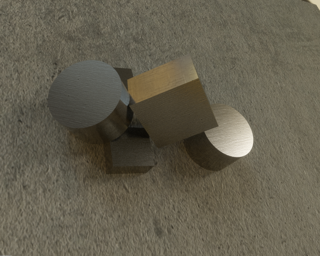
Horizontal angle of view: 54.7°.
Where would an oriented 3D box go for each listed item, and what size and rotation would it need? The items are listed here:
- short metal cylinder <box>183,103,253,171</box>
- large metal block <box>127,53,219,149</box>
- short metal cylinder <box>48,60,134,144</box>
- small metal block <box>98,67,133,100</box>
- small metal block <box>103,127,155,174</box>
[{"bbox_3d":[0.079,0.013,0.426,0.081,0.050,0.080,14,56,-21],"label":"short metal cylinder"},{"bbox_3d":[0.016,-0.030,0.375,0.050,0.080,0.080,-100,164,-45],"label":"large metal block"},{"bbox_3d":[-0.074,-0.028,0.344,0.080,0.050,0.080,-3,68,9],"label":"short metal cylinder"},{"bbox_3d":[-0.060,-0.052,0.405,0.050,0.025,0.050,-1,62,-29],"label":"small metal block"},{"bbox_3d":[-0.039,0.027,0.369,0.050,0.025,0.050,3,61,-27],"label":"small metal block"}]
